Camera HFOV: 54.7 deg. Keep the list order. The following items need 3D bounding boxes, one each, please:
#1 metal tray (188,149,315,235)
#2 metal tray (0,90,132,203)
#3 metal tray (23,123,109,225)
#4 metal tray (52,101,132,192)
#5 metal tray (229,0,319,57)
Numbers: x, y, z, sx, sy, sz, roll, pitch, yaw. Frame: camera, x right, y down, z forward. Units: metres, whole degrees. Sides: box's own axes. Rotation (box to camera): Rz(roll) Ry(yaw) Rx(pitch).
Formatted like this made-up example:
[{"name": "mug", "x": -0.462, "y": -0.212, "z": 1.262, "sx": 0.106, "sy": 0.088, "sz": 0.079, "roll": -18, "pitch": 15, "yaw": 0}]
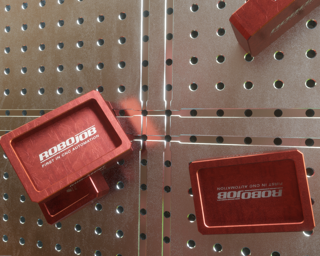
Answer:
[{"name": "metal tray", "x": 0.106, "y": 0.077, "z": 0.372, "sx": 0.130, "sy": 0.030, "sz": 0.089, "roll": -9, "pitch": 87, "yaw": 19}, {"name": "metal tray", "x": -0.112, "y": 0.021, "z": 0.383, "sx": 0.131, "sy": 0.030, "sz": 0.090, "roll": -30, "pitch": 80, "yaw": -16}, {"name": "metal tray", "x": -0.139, "y": 0.053, "z": 0.424, "sx": 0.090, "sy": 0.030, "sz": 0.130, "roll": -33, "pitch": 80, "yaw": 16}, {"name": "metal tray", "x": -0.116, "y": 0.027, "z": 0.449, "sx": 0.130, "sy": 0.030, "sz": 0.090, "roll": -29, "pitch": 81, "yaw": 17}, {"name": "metal tray", "x": 0.140, "y": -0.137, "z": 0.328, "sx": 0.130, "sy": 0.090, "sz": 0.030, "roll": -39, "pitch": 78, "yaw": 15}]
